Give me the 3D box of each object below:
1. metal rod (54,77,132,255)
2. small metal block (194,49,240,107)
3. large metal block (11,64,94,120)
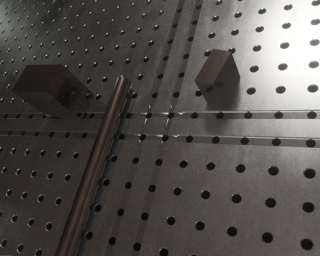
[{"bbox_3d":[-0.089,0.060,0.416,0.025,0.025,0.300,0,62,28],"label":"metal rod"},{"bbox_3d":[0.074,-0.063,0.391,0.025,0.050,0.050,21,73,35],"label":"small metal block"},{"bbox_3d":[-0.169,-0.056,0.493,0.080,0.080,0.050,6,65,30],"label":"large metal block"}]
